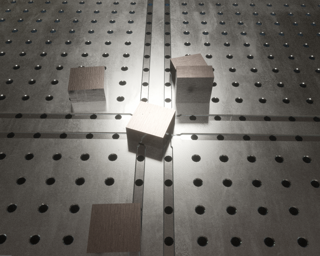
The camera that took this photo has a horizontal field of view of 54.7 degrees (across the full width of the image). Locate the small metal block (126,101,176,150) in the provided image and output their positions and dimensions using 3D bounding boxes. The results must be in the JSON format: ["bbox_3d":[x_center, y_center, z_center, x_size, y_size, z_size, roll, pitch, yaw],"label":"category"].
[{"bbox_3d":[-0.011,-0.005,0.411,0.050,0.025,0.050,16,52,12],"label":"small metal block"}]

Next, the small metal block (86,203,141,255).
[{"bbox_3d":[-0.045,0.106,0.318,0.050,0.025,0.050,-1,50,-2],"label":"small metal block"}]

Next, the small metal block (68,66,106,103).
[{"bbox_3d":[-0.107,-0.065,0.461,0.050,0.025,0.050,-4,50,-4],"label":"small metal block"}]

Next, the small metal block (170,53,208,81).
[{"bbox_3d":[0.047,-0.087,0.482,0.050,0.025,0.050,-13,51,-11],"label":"small metal block"}]

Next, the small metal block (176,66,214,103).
[{"bbox_3d":[0.048,-0.062,0.444,0.050,0.050,0.025,-1,50,-1],"label":"small metal block"}]
